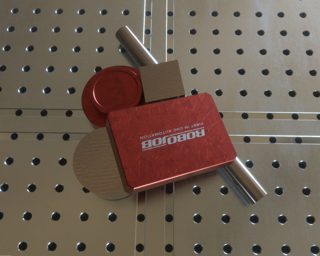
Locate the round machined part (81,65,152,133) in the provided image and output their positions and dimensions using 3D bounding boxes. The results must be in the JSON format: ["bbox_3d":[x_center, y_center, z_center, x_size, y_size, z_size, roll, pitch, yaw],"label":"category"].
[{"bbox_3d":[-0.056,-0.042,0.412,0.099,0.042,0.098,0,70,1],"label":"round machined part"}]

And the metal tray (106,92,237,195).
[{"bbox_3d":[0.012,0.015,0.359,0.131,0.030,0.090,-13,70,-18],"label":"metal tray"}]

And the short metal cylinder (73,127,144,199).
[{"bbox_3d":[-0.059,0.044,0.378,0.081,0.050,0.080,0,70,0],"label":"short metal cylinder"}]

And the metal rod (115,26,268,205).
[{"bbox_3d":[0.033,-0.028,0.418,0.025,0.025,0.300,-35,74,-12],"label":"metal rod"}]

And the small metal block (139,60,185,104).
[{"bbox_3d":[0.003,-0.056,0.403,0.050,0.025,0.050,-11,73,1],"label":"small metal block"}]
